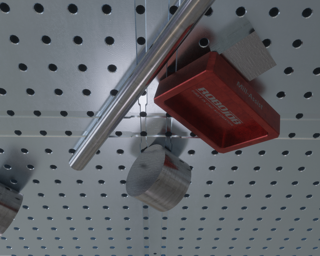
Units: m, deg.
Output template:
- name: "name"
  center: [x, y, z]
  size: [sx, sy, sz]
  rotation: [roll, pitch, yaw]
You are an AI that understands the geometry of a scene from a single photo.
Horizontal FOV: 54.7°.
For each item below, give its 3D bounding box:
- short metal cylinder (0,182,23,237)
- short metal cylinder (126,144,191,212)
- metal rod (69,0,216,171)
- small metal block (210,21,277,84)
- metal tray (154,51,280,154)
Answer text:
- name: "short metal cylinder"
  center: [-0.261, 0.126, 0.481]
  size: [0.080, 0.080, 0.050]
  rotation: [-34, 122, 25]
- name: "short metal cylinder"
  center: [-0.003, 0.070, 0.435]
  size: [0.050, 0.080, 0.080]
  rotation: [36, 121, -27]
- name: "metal rod"
  center: [-0.037, -0.042, 0.375]
  size: [0.025, 0.025, 0.298]
  rotation: [28, 125, -22]
- name: "small metal block"
  center: [0.092, -0.080, 0.345]
  size: [0.050, 0.025, 0.050]
  rotation: [-32, 124, 24]
- name: "metal tray"
  center: [0.069, -0.023, 0.370]
  size: [0.130, 0.030, 0.090]
  rotation: [36, 141, -27]
